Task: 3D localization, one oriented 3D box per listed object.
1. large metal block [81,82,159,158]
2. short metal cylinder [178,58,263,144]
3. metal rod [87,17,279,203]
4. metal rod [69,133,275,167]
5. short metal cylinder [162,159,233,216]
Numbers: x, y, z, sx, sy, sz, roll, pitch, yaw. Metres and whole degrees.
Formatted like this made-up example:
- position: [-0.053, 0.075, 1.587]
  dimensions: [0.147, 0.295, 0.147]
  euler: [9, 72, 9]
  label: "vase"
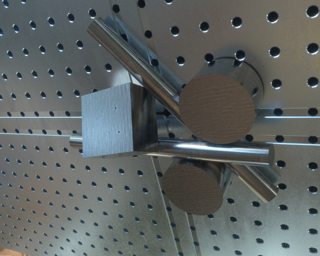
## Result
- position: [-0.051, -0.005, 0.391]
  dimensions: [0.080, 0.050, 0.080]
  euler: [-10, 79, 33]
  label: "large metal block"
- position: [0.067, -0.030, 0.337]
  dimensions: [0.080, 0.050, 0.079]
  euler: [13, 124, 21]
  label: "short metal cylinder"
- position: [0.030, -0.020, 0.379]
  dimensions: [0.300, 0.025, 0.025]
  euler: [44, 129, -3]
  label: "metal rod"
- position: [-0.009, 0.024, 0.404]
  dimensions: [0.300, 0.025, 0.025]
  euler: [2, 120, 34]
  label: "metal rod"
- position: [0.050, 0.067, 0.405]
  dimensions: [0.080, 0.050, 0.079]
  euler: [13, 124, 21]
  label: "short metal cylinder"
